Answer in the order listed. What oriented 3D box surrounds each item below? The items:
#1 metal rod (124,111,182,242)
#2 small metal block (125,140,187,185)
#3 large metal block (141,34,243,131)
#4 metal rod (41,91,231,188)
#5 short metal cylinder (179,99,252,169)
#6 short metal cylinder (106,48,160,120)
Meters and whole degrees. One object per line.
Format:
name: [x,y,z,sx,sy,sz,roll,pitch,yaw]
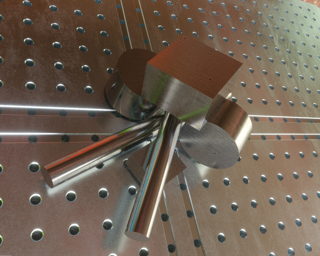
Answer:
metal rod: [0.016,-0.010,0.386,0.025,0.025,0.300,27,52,-12]
small metal block: [-0.005,0.045,0.374,0.050,0.025,0.050,-32,80,-38]
large metal block: [0.037,-0.056,0.360,0.080,0.050,0.080,32,50,14]
metal rod: [-0.005,-0.003,0.403,0.302,0.025,0.025,-26,76,-37]
short metal cylinder: [0.072,0.007,0.404,0.080,0.080,0.050,40,52,-1]
short metal cylinder: [-0.025,-0.057,0.409,0.081,0.050,0.080,14,56,-21]
